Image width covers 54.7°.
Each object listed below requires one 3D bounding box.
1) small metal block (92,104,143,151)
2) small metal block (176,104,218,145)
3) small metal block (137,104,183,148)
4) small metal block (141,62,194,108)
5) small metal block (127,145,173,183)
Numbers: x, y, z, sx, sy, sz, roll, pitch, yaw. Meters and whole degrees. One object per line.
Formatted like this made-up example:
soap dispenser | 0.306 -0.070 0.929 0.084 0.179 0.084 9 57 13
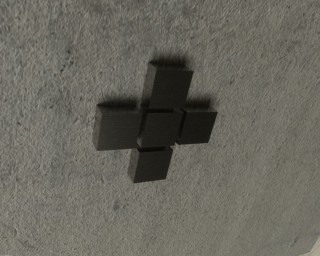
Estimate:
small metal block | -0.053 -0.001 0.380 0.050 0.025 0.050 -2 119 -28
small metal block | 0.047 -0.005 0.433 0.050 0.025 0.050 -2 119 -28
small metal block | -0.003 -0.003 0.407 0.050 0.025 0.050 -2 119 -28
small metal block | 0.008 -0.052 0.382 0.050 0.025 0.050 -2 119 -28
small metal block | -0.014 0.047 0.431 0.050 0.025 0.050 -2 120 -28
